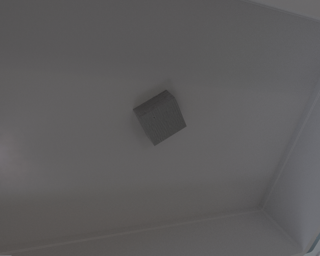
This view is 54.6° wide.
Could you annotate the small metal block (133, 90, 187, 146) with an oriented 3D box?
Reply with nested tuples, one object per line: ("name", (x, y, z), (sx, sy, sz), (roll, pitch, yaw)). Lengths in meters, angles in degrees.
("small metal block", (0.000, -0.013, 0.400), (0.050, 0.025, 0.050), (-32, 129, -8))
